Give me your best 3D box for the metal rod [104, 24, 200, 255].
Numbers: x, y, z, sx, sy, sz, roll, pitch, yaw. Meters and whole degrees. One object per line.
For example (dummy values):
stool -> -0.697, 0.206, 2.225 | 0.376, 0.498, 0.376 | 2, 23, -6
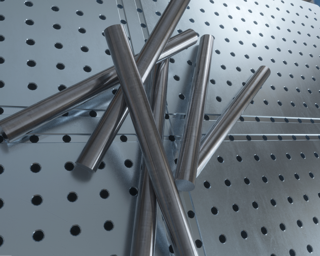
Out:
metal rod -> -0.007, 0.027, 0.344 | 0.025, 0.025, 0.299 | -14, 83, -34

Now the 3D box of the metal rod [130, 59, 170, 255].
metal rod -> -0.008, 0.012, 0.396 | 0.025, 0.025, 0.300 | 17, 55, -18

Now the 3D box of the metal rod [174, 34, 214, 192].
metal rod -> 0.055, -0.045, 0.447 | 0.025, 0.025, 0.300 | 26, 48, -13

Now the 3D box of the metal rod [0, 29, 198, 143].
metal rod -> -0.057, -0.068, 0.398 | 0.302, 0.025, 0.025 | -35, 81, -32

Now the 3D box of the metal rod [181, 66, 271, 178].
metal rod -> 0.111, -0.020, 0.479 | 0.025, 0.025, 0.301 | 43, 51, 1

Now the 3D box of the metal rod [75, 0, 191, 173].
metal rod -> -0.020, -0.082, 0.394 | 0.025, 0.025, 0.300 | 30, 68, -9
